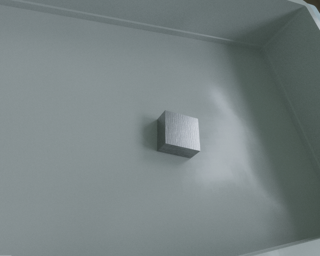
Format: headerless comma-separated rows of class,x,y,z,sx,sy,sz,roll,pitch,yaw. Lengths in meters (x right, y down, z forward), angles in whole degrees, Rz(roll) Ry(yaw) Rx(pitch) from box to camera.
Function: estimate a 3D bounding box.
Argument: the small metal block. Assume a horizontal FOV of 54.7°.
small metal block,0.024,0.009,0.415,0.050,0.025,0.050,14,56,-21
